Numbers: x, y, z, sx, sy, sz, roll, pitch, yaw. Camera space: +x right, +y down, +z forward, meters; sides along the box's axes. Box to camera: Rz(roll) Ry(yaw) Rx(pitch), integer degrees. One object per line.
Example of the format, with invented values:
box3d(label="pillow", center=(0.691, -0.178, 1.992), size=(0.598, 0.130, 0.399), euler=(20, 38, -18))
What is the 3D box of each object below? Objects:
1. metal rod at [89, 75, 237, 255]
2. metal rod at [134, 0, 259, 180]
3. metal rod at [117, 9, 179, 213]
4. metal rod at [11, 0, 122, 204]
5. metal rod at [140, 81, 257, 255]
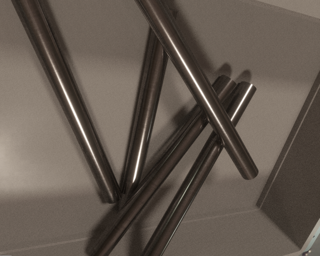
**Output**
box3d(label="metal rod", center=(0.004, 0.054, 0.421), size=(0.025, 0.025, 0.299), euler=(38, 89, -39))
box3d(label="metal rod", center=(0.055, -0.036, 0.370), size=(0.025, 0.025, 0.300), euler=(-38, 122, -3))
box3d(label="metal rod", center=(-0.022, 0.002, 0.399), size=(0.025, 0.025, 0.298), euler=(-2, 119, -28))
box3d(label="metal rod", center=(-0.094, -0.020, 0.345), size=(0.025, 0.025, 0.298), euler=(-25, 128, -14))
box3d(label="metal rod", center=(0.051, 0.067, 0.427), size=(0.025, 0.025, 0.299), euler=(37, 81, -39))
